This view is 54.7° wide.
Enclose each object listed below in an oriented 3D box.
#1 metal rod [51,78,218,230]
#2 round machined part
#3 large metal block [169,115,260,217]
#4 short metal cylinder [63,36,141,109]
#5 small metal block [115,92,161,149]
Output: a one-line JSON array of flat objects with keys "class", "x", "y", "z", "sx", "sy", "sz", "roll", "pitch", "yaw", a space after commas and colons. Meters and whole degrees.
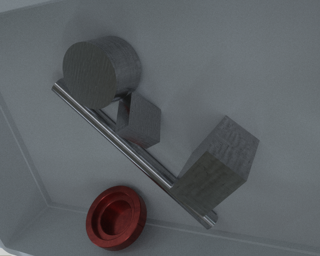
[{"class": "metal rod", "x": -0.035, "y": 0.038, "z": 0.448, "sx": 0.300, "sy": 0.025, "sz": 0.025, "roll": 42, "pitch": 129, "yaw": -2}, {"class": "round machined part", "x": -0.064, "y": 0.145, "z": 0.492, "sx": 0.098, "sy": 0.098, "sz": 0.042, "roll": -1, "pitch": 146, "yaw": 28}, {"class": "large metal block", "x": 0.065, "y": 0.044, "z": 0.365, "sx": 0.050, "sy": 0.080, "sz": 0.080, "roll": 38, "pitch": 129, "yaw": 2}, {"class": "short metal cylinder", "x": -0.071, "y": -0.069, "z": 0.379, "sx": 0.080, "sy": 0.050, "sz": 0.079, "roll": 13, "pitch": 118, "yaw": 26}, {"class": "small metal block", "x": -0.026, "y": -0.009, "z": 0.387, "sx": 0.050, "sy": 0.050, "sz": 0.025, "roll": 30, "pitch": 137, "yaw": -35}]
